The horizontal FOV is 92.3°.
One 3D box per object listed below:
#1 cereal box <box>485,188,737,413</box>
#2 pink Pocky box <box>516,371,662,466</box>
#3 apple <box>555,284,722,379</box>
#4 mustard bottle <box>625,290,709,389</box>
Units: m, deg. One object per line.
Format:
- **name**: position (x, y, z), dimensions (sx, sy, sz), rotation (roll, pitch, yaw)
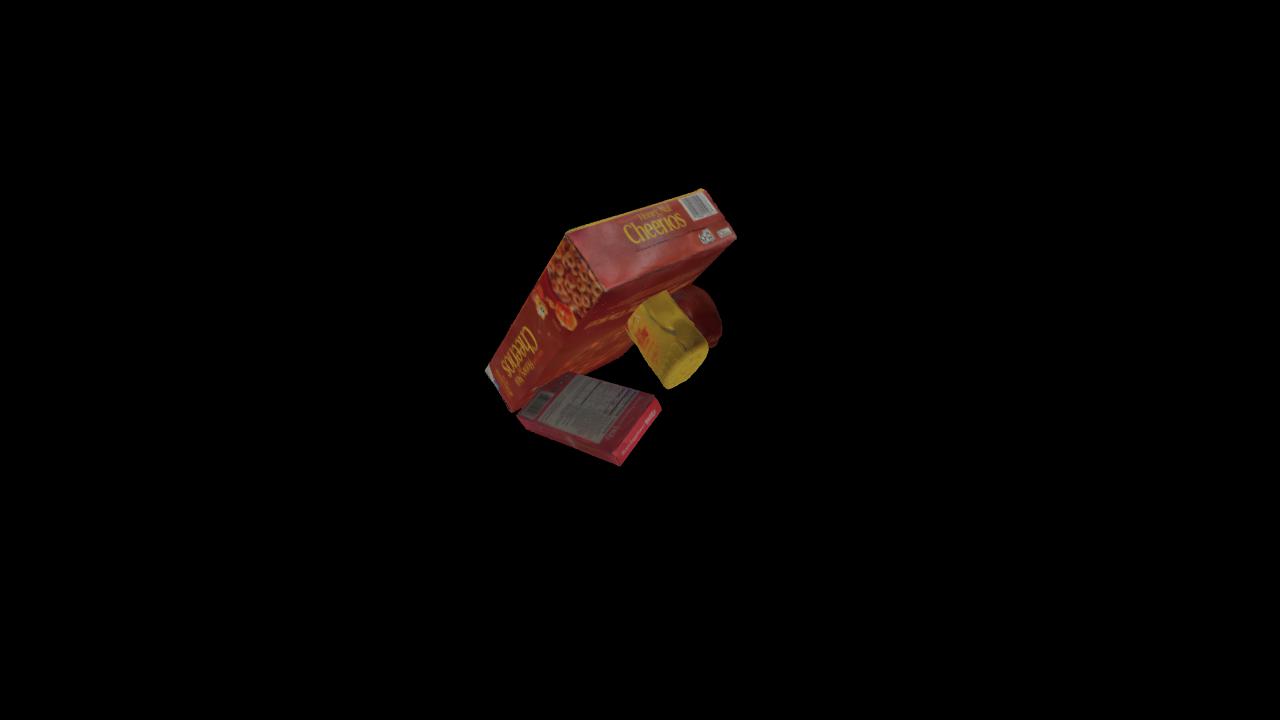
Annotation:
- **cereal box**: position (-0.048, -0.061, 0.730), dimensions (0.203, 0.081, 0.306), rotation (-28, -9, -37)
- **pink Pocky box**: position (-0.060, 0.060, 0.696), dimensions (0.155, 0.029, 0.084), rotation (13, 53, 38)
- **apple**: position (0.055, -0.051, 0.732), dimensions (0.079, 0.093, 0.079), rotation (-32, -17, -11)
- **mustard bottle**: position (0.002, -0.062, 0.689), dimensions (0.054, 0.184, 0.092), rotation (-28, -19, -19)
